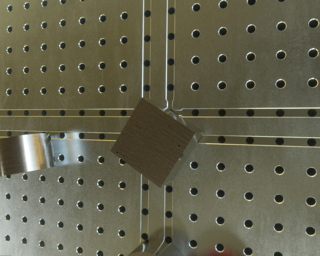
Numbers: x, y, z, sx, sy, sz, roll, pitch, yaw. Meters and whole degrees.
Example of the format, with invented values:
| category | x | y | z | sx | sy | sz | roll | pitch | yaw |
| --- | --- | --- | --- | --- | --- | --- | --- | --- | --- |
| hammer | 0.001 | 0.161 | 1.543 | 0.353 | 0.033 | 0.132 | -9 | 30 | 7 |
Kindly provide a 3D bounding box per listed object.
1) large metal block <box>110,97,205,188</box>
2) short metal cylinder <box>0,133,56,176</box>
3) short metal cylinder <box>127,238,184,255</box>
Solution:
| category | x | y | z | sx | sy | sz | roll | pitch | yaw |
| --- | --- | --- | --- | --- | --- | --- | --- | --- | --- |
| large metal block | -0.003 | 0.017 | 0.400 | 0.080 | 0.050 | 0.080 | 34 | 101 | 16 |
| short metal cylinder | -0.198 | 0.039 | 0.453 | 0.080 | 0.080 | 0.050 | -11 | 86 | 19 |
| short metal cylinder | -0.009 | 0.191 | 0.402 | 0.080 | 0.050 | 0.079 | 0 | 90 | 20 |
